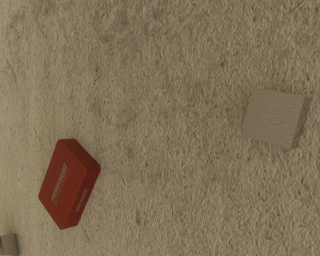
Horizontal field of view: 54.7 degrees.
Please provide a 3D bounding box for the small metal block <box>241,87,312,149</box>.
[{"bbox_3d":[0.115,-0.011,0.309,0.050,0.025,0.050,19,102,38],"label":"small metal block"}]

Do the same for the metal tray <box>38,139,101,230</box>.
[{"bbox_3d":[-0.158,0.094,0.529,0.090,0.030,0.129,38,113,33],"label":"metal tray"}]

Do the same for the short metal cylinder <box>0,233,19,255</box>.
[{"bbox_3d":[-0.343,0.257,0.648,0.080,0.081,0.050,-27,73,36],"label":"short metal cylinder"}]
